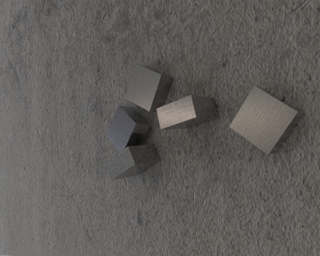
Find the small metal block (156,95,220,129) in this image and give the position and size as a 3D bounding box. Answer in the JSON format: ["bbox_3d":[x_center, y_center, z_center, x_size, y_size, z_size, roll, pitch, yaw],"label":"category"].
[{"bbox_3d":[0.033,-0.017,0.361,0.050,0.050,0.025,-19,78,38],"label":"small metal block"}]

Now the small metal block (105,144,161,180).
[{"bbox_3d":[-0.036,0.046,0.418,0.050,0.050,0.025,-36,68,34],"label":"small metal block"}]

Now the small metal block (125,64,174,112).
[{"bbox_3d":[-0.015,-0.054,0.418,0.050,0.025,0.050,30,108,36],"label":"small metal block"}]

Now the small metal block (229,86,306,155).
[{"bbox_3d":[0.108,-0.008,0.316,0.050,0.025,0.050,41,115,32],"label":"small metal block"}]

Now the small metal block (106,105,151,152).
[{"bbox_3d":[-0.046,0.003,0.439,0.050,0.025,0.050,43,116,40],"label":"small metal block"}]
